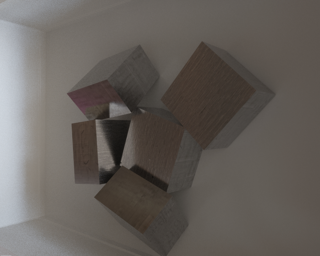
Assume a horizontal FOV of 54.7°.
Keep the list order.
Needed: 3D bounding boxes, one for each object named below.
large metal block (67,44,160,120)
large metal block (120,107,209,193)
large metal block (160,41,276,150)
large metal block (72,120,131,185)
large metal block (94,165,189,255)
[{"bbox_3d":[-0.060,-0.058,0.409,0.080,0.080,0.050,-10,126,40],"label":"large metal block"},{"bbox_3d":[0.004,0.024,0.385,0.080,0.050,0.079,24,105,37],"label":"large metal block"},{"bbox_3d":[0.060,-0.033,0.337,0.080,0.050,0.080,51,120,27],"label":"large metal block"},{"bbox_3d":[-0.070,0.031,0.425,0.050,0.081,0.080,-7,86,39],"label":"large metal block"},{"bbox_3d":[-0.020,0.102,0.376,0.080,0.080,0.050,25,63,35],"label":"large metal block"}]
